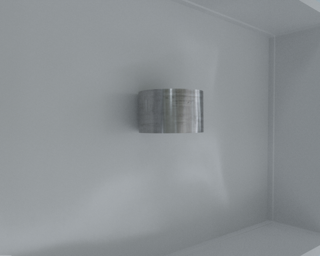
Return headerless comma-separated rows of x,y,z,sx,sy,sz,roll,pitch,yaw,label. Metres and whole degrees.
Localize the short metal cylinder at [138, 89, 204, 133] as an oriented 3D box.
0.014,-0.020,0.384,0.081,0.080,0.050,-1,91,-40,short metal cylinder
